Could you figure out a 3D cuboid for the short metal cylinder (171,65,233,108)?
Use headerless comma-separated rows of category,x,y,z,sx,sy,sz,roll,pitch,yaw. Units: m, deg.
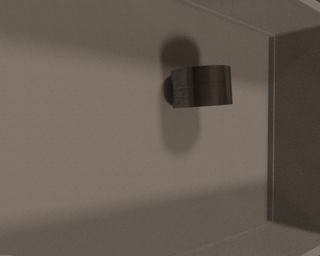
short metal cylinder,0.056,-0.054,0.420,0.081,0.080,0.050,-7,95,-40
